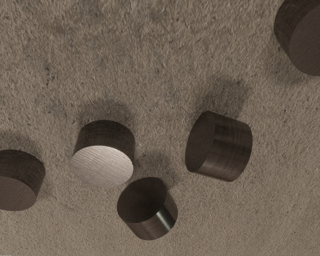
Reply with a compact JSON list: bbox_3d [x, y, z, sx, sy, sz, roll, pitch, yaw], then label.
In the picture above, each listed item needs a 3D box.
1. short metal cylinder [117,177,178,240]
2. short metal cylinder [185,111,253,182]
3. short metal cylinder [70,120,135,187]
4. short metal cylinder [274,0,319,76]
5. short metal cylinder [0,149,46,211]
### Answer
[{"bbox_3d":[-0.019,0.123,0.476,0.080,0.080,0.050,-17,128,13],"label":"short metal cylinder"},{"bbox_3d":[0.072,0.024,0.392,0.050,0.080,0.079,17,128,-15],"label":"short metal cylinder"},{"bbox_3d":[-0.075,0.036,0.420,0.081,0.050,0.079,0,130,0],"label":"short metal cylinder"},{"bbox_3d":[0.162,-0.099,0.309,0.081,0.050,0.079,0,130,0],"label":"short metal cylinder"},{"bbox_3d":[-0.216,0.077,0.453,0.081,0.050,0.079,0,130,0],"label":"short metal cylinder"}]
